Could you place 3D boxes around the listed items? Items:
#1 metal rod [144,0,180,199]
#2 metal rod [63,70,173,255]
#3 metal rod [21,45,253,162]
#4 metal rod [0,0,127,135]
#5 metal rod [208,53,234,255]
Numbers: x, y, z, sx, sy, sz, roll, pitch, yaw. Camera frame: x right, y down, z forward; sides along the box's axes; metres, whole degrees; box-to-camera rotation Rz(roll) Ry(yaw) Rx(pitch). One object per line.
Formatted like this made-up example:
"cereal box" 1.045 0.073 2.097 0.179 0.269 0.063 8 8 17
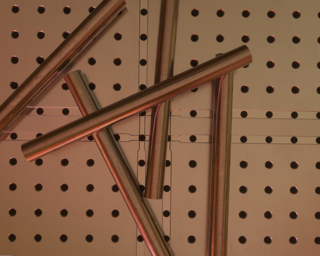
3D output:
"metal rod" 0.004 -0.056 0.413 0.025 0.025 0.298 5 90 -1
"metal rod" -0.050 0.063 0.412 0.025 0.025 0.299 -26 90 0
"metal rod" -0.028 -0.031 0.386 0.301 0.025 0.025 -24 90 -1
"metal rod" -0.158 -0.066 0.411 0.025 0.025 0.300 44 90 -1
"metal rod" 0.081 0.052 0.414 0.025 0.025 0.298 2 90 -1
